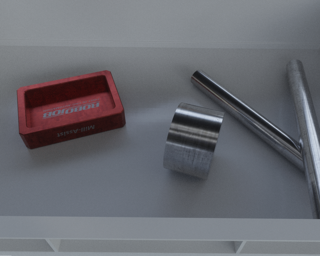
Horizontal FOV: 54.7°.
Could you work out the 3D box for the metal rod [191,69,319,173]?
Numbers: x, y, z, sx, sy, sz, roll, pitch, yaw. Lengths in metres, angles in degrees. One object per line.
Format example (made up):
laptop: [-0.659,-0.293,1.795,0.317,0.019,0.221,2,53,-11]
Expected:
metal rod: [0.148,0.013,0.396,0.025,0.025,0.300,-31,57,-23]

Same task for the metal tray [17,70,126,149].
metal tray: [-0.121,-0.029,0.424,0.131,0.030,0.090,-14,52,-12]

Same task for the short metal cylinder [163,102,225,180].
short metal cylinder: [0.040,0.015,0.358,0.050,0.080,0.080,14,52,11]

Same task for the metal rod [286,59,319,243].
metal rod: [0.181,-0.001,0.380,0.025,0.025,0.301,10,42,8]
